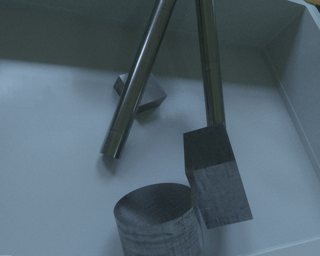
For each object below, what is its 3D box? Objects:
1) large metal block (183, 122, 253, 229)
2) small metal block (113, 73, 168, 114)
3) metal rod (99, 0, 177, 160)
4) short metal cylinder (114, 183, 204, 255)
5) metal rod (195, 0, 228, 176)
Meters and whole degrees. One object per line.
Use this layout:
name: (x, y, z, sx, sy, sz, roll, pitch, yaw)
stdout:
large metal block: (0.064, 0.052, 0.352, 0.080, 0.050, 0.080, -85, 156, -62)
small metal block: (-0.027, -0.050, 0.423, 0.050, 0.025, 0.050, -24, 75, -37)
metal rod: (-0.011, -0.107, 0.384, 0.025, 0.025, 0.299, 22, 80, -16)
short metal cylinder: (0.000, 0.095, 0.304, 0.081, 0.080, 0.050, -21, 108, -36)
metal rod: (0.068, -0.086, 0.418, 0.025, 0.025, 0.298, -5, 89, -31)
